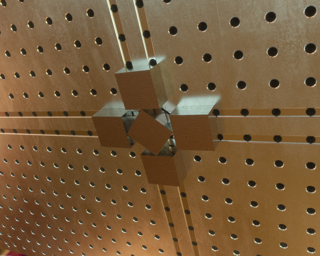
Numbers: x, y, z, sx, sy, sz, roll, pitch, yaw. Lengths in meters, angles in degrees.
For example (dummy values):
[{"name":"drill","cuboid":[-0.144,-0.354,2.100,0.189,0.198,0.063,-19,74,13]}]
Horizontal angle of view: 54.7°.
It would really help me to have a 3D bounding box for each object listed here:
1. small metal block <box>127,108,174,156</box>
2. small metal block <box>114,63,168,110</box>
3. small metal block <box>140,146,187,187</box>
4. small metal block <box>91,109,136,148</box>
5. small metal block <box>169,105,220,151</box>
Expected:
[{"name":"small metal block","cuboid":[-0.009,0.001,0.415,0.050,0.025,0.050,36,129,3]},{"name":"small metal block","cuboid":[-0.023,-0.051,0.390,0.050,0.025,0.050,-1,118,28]},{"name":"small metal block","cuboid":[0.006,0.054,0.440,0.050,0.025,0.050,0,119,27]},{"name":"small metal block","cuboid":[-0.063,0.000,0.443,0.050,0.025,0.050,1,119,27]},{"name":"small metal block","cuboid":[0.044,0.000,0.387,0.050,0.025,0.050,0,119,28]}]
